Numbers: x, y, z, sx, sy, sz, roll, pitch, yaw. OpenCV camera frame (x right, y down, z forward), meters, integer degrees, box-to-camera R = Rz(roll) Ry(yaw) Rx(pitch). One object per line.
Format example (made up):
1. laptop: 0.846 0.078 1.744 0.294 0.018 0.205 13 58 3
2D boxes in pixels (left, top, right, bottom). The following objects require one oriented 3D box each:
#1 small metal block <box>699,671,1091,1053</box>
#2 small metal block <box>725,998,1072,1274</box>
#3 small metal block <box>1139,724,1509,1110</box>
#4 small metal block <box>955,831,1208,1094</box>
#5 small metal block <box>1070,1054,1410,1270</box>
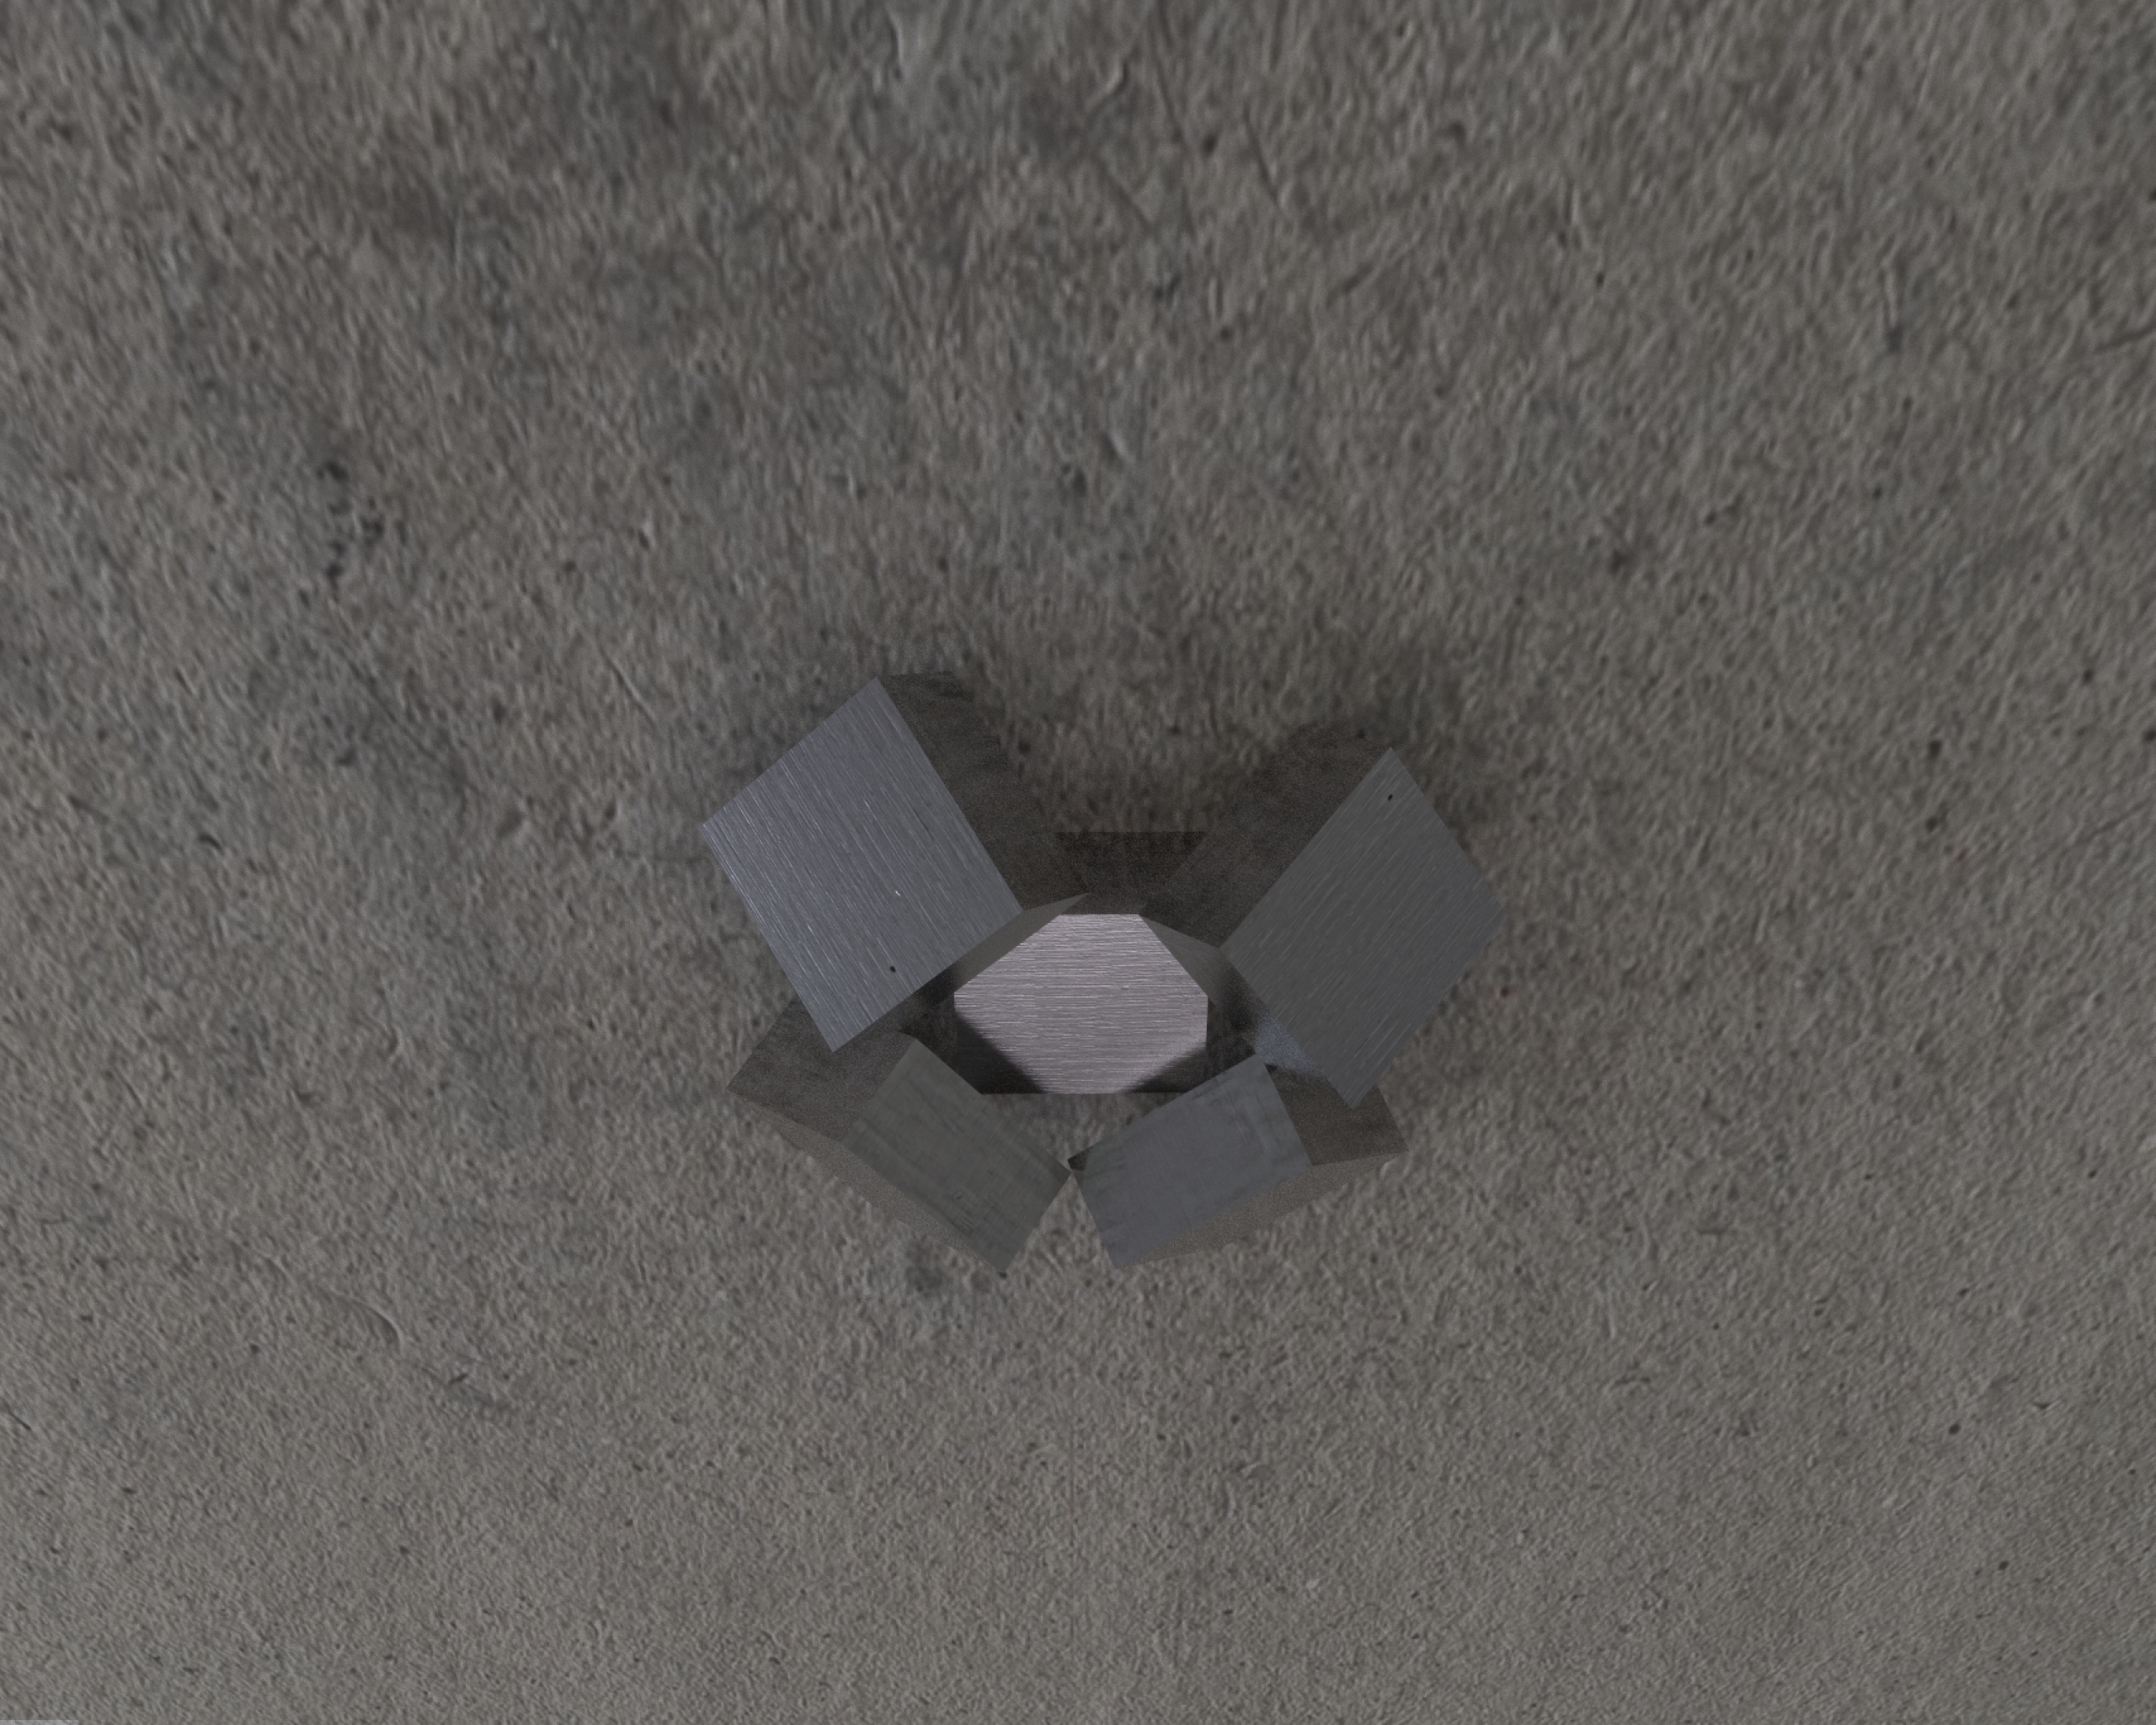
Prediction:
1. small metal block: -0.035 -0.001 0.389 0.050 0.025 0.050 -37 79 27
2. small metal block: -0.038 0.056 0.436 0.050 0.025 0.050 45 161 -31
3. small metal block: 0.048 0.010 0.399 0.050 0.025 0.050 -49 124 -14
4. small metal block: 0.001 0.021 0.425 0.050 0.025 0.050 0 130 0
5. small metal block: 0.035 0.062 0.444 0.050 0.025 0.050 -33 161 25
